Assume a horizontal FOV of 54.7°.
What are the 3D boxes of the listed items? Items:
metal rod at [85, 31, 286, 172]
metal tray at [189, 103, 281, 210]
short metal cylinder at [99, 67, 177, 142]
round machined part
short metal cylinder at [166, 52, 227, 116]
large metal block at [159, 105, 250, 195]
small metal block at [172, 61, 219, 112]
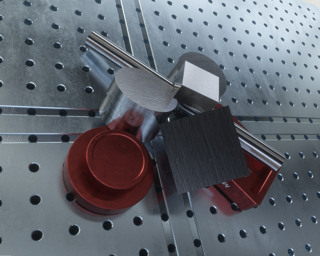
[{"bbox_3d":[0.029,-0.038,0.411,0.301,0.025,0.025,34,51,6],"label":"metal rod"},{"bbox_3d":[0.098,0.037,0.431,0.130,0.030,0.090,45,51,3],"label":"metal tray"},{"bbox_3d":[-0.027,-0.029,0.377,0.080,0.050,0.080,22,35,-16],"label":"short metal cylinder"},{"bbox_3d":[-0.051,0.041,0.339,0.099,0.042,0.098,14,56,-21],"label":"round machined part"},{"bbox_3d":[0.050,-0.064,0.454,0.081,0.050,0.080,14,56,-21],"label":"short metal cylinder"},{"bbox_3d":[0.050,0.026,0.365,0.080,0.050,0.080,-15,83,1],"label":"large metal block"},{"bbox_3d":[0.046,-0.051,0.392,0.050,0.025,0.050,23,45,-14],"label":"small metal block"}]
